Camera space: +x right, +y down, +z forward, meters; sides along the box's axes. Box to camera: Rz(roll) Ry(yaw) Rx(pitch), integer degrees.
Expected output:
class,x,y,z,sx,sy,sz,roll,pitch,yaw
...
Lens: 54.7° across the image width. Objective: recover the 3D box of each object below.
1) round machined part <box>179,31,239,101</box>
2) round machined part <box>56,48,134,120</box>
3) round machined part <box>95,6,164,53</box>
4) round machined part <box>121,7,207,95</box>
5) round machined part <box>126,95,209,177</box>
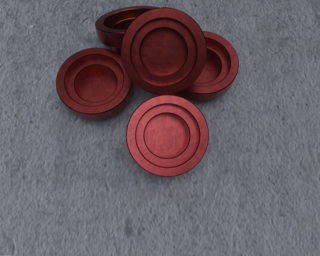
class,x,y,z,sx,sy,sz,roll,pitch,yaw
round machined part,0.055,-0.082,0.430,0.099,0.042,0.098,0,70,-1
round machined part,-0.085,-0.056,0.418,0.099,0.042,0.098,0,70,-1
round machined part,-0.037,-0.133,0.432,0.099,0.042,0.098,-4,39,4
round machined part,0.004,-0.092,0.372,0.099,0.042,0.097,0,107,-1
round machined part,0.008,0.010,0.386,0.099,0.042,0.097,0,88,-5
